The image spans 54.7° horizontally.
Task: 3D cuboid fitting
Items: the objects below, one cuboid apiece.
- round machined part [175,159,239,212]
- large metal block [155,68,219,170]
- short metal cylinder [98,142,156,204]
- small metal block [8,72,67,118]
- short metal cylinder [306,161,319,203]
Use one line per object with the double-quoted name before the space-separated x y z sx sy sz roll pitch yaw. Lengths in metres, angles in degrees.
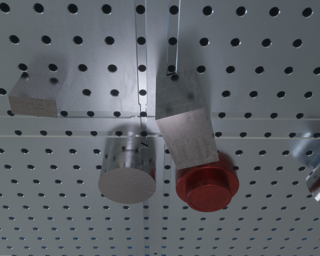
"round machined part" 0.074 0.094 0.481 0.099 0.042 0.097 0 130 0
"large metal block" 0.032 -0.011 0.366 0.050 0.080 0.080 -14 129 12
"short metal cylinder" -0.046 0.066 0.451 0.081 0.050 0.079 0 130 0
"small metal block" -0.139 -0.039 0.360 0.050 0.050 0.025 6 130 -5
"short metal cylinder" 0.261 0.077 0.444 0.081 0.080 0.050 11 129 -9
